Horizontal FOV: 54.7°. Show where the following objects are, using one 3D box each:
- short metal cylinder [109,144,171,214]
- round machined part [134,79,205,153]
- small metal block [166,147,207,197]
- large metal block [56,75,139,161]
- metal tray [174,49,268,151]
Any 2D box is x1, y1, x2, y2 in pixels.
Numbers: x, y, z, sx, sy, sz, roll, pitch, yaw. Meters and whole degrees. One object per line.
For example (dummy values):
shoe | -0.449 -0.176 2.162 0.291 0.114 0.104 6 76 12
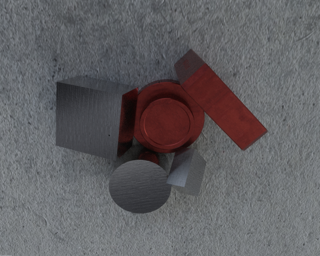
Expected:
short metal cylinder | -0.026 0.068 0.423 0.081 0.050 0.079 0 110 -1
round machined part | 0.009 -0.011 0.399 0.099 0.042 0.097 0 110 -1
small metal block | 0.037 0.058 0.408 0.025 0.050 0.050 6 158 30
large metal block | -0.077 -0.014 0.378 0.080 0.050 0.079 13 111 13
metal tray | 0.060 -0.038 0.341 0.030 0.130 0.090 -43 105 14
